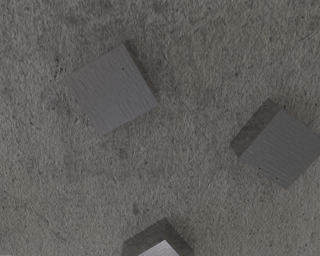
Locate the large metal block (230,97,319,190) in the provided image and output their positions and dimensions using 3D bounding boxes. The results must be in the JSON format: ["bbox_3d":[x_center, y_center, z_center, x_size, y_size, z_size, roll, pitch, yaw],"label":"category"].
[{"bbox_3d":[0.153,0.020,0.405,0.080,0.050,0.080,33,107,-12],"label":"large metal block"}]

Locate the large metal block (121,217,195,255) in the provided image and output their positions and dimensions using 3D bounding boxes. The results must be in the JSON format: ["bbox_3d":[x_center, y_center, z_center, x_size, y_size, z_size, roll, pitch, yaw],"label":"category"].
[{"bbox_3d":[-0.002,0.197,0.469,0.080,0.050,0.080,-34,107,12],"label":"large metal block"}]

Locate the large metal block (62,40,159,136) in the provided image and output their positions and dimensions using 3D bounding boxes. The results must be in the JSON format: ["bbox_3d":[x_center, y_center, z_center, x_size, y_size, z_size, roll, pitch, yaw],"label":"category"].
[{"bbox_3d":[-0.056,-0.050,0.378,0.080,0.050,0.080,-28,108,9],"label":"large metal block"}]
